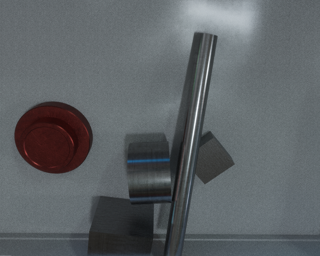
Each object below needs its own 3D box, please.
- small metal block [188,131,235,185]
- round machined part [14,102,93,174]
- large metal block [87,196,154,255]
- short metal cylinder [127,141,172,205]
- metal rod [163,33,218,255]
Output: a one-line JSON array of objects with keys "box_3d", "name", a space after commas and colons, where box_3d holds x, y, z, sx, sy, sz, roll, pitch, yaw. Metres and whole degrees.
[{"box_3d": [0.066, 0.041, 0.428, 0.050, 0.025, 0.050, -37, 107, 12], "name": "small metal block"}, {"box_3d": [-0.142, 0.017, 0.407, 0.099, 0.042, 0.097, 0, 110, -1], "name": "round machined part"}, {"box_3d": [-0.052, 0.143, 0.434, 0.081, 0.080, 0.050, 8, 110, -3], "name": "large metal block"}, {"box_3d": [-0.012, 0.058, 0.403, 0.050, 0.080, 0.079, -3, 110, 1], "name": "short metal cylinder"}, {"box_3d": [0.037, 0.033, 0.398, 0.025, 0.025, 0.298, 7, 100, -3], "name": "metal rod"}]
